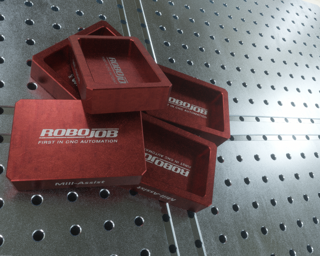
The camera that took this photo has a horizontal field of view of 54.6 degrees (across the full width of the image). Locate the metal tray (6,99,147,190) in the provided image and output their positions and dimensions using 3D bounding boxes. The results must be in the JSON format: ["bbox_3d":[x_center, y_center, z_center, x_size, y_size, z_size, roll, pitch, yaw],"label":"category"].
[{"bbox_3d":[-0.084,0.015,0.328,0.131,0.030,0.090,-1,62,-13],"label":"metal tray"}]

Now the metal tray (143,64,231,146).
[{"bbox_3d":[0.036,-0.032,0.441,0.131,0.030,0.090,17,56,-19],"label":"metal tray"}]

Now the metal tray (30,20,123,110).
[{"bbox_3d":[-0.087,-0.081,0.406,0.090,0.030,0.131,42,51,2],"label":"metal tray"}]

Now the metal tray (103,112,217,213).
[{"bbox_3d":[0.004,0.040,0.381,0.131,0.030,0.090,23,54,-14],"label":"metal tray"}]

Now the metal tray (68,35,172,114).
[{"bbox_3d":[-0.052,-0.068,0.363,0.091,0.030,0.130,-5,40,-22],"label":"metal tray"}]
